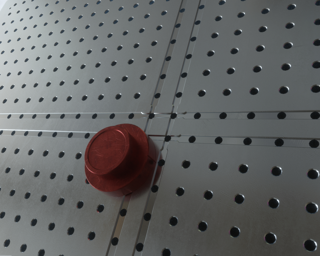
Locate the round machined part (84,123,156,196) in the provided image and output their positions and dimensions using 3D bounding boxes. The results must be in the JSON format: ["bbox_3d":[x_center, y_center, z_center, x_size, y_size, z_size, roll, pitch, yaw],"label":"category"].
[{"bbox_3d":[-0.059,0.036,0.407,0.098,0.042,0.098,-13,56,21],"label":"round machined part"}]
